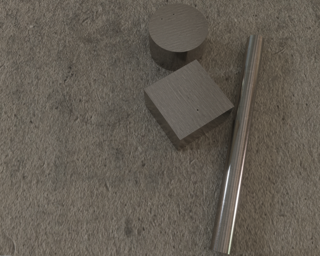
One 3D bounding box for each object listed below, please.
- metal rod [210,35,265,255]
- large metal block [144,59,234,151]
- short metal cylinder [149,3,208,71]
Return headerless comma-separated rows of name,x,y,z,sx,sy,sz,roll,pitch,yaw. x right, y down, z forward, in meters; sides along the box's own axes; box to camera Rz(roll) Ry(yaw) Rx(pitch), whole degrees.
metal rod,0.105,0.007,0.406,0.025,0.025,0.299,13,70,4
large metal block,0.035,-0.029,0.406,0.080,0.050,0.080,-31,73,-11
short metal cylinder,0.025,-0.128,0.442,0.081,0.050,0.080,0,70,0
